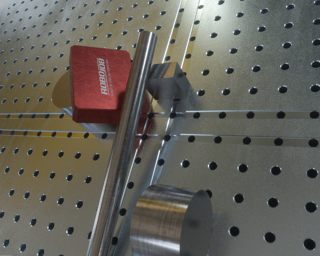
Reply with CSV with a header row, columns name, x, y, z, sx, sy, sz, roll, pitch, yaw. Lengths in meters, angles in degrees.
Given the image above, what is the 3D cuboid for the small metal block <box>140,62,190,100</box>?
name,x,y,z,sx,sy,sz,roll,pitch,yaw
small metal block,0.008,-0.063,0.427,0.050,0.050,0.025,-1,62,28

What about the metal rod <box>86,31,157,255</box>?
name,x,y,z,sx,sy,sz,roll,pitch,yaw
metal rod,-0.045,0.021,0.380,0.025,0.025,0.299,4,76,30

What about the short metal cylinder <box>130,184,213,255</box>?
name,x,y,z,sx,sy,sz,roll,pitch,yaw
short metal cylinder,0.014,0.098,0.305,0.050,0.080,0.080,2,63,29

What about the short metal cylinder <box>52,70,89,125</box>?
name,x,y,z,sx,sy,sz,roll,pitch,yaw
short metal cylinder,-0.120,-0.052,0.487,0.080,0.050,0.080,-14,56,21

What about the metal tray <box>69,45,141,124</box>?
name,x,y,z,sx,sy,sz,roll,pitch,yaw
metal tray,-0.083,-0.066,0.455,0.091,0.030,0.130,1,51,-21
